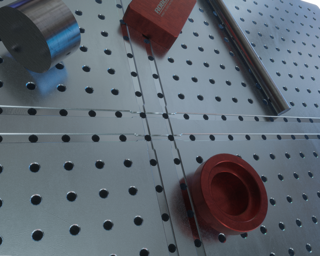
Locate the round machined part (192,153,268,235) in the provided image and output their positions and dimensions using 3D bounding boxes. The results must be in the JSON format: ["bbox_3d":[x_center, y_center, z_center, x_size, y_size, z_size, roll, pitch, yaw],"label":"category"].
[{"bbox_3d":[0.082,0.085,0.390,0.099,0.042,0.098,14,56,-21],"label":"round machined part"}]

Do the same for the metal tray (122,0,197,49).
[{"bbox_3d":[0.003,-0.203,0.530,0.090,0.030,0.130,31,52,-9],"label":"metal tray"}]

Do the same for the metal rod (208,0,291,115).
[{"bbox_3d":[0.158,-0.157,0.588,0.025,0.025,0.299,-12,68,-33],"label":"metal rod"}]

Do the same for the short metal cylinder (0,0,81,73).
[{"bbox_3d":[-0.142,-0.112,0.365,0.080,0.080,0.050,40,51,-2],"label":"short metal cylinder"}]
